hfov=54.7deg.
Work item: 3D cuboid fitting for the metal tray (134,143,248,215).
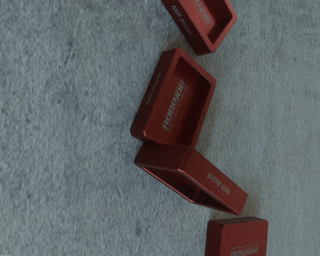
[{"bbox_3d":[0.041,0.066,0.398,0.130,0.090,0.030,40,66,-33],"label":"metal tray"}]

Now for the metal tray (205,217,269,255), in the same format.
[{"bbox_3d":[0.129,0.198,0.513,0.131,0.030,0.089,10,84,-40],"label":"metal tray"}]

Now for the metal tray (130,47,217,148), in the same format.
[{"bbox_3d":[0.023,-0.031,0.422,0.090,0.030,0.130,33,69,-35],"label":"metal tray"}]

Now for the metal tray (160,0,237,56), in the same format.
[{"bbox_3d":[0.054,-0.183,0.448,0.130,0.030,0.090,50,61,-29],"label":"metal tray"}]
